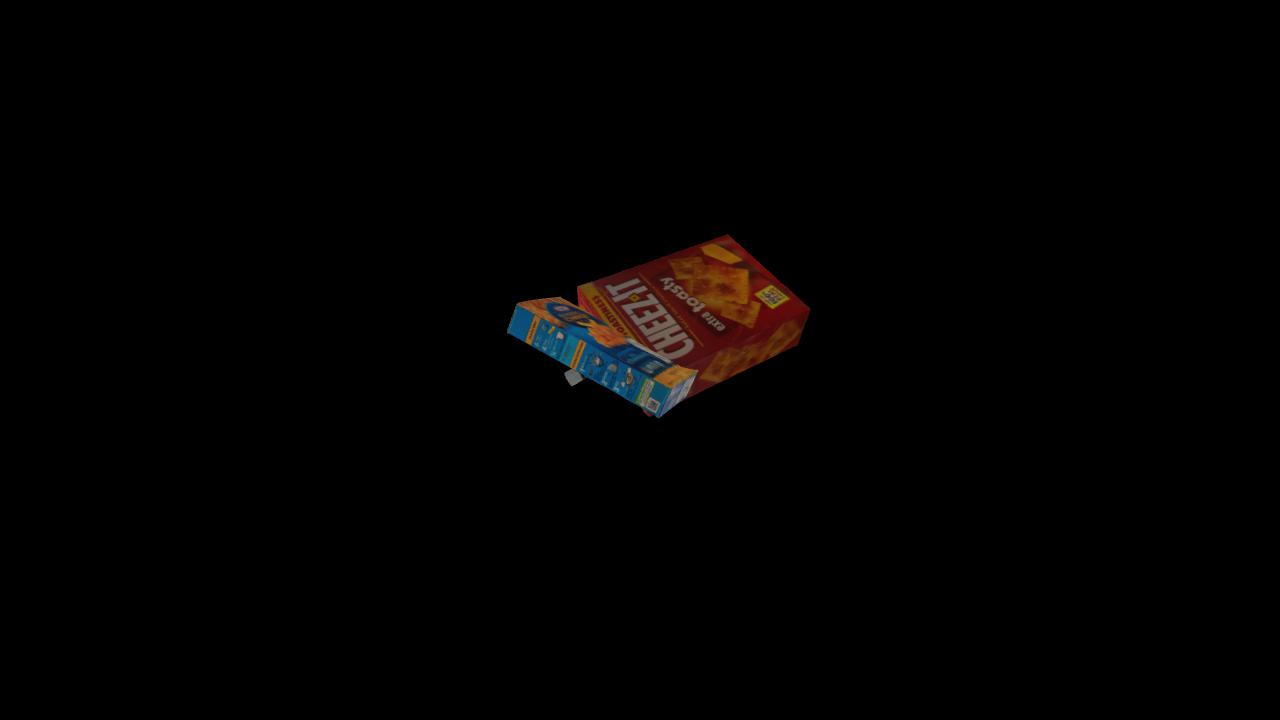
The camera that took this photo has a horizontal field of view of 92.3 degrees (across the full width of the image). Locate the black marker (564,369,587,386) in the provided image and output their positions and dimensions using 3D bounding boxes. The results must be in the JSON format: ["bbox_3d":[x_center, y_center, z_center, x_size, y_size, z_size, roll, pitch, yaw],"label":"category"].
[{"bbox_3d":[-0.034,-0.006,0.739,0.121,0.020,0.020,-30,7,-12],"label":"black marker"}]

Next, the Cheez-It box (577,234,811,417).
[{"bbox_3d":[0.059,-0.051,0.727,0.223,0.071,0.166,-23,53,-21],"label":"Cheez-It box"}]

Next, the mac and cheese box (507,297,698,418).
[{"bbox_3d":[-0.037,-0.008,0.643,0.184,0.041,0.093,29,20,15],"label":"mac and cheese box"}]
